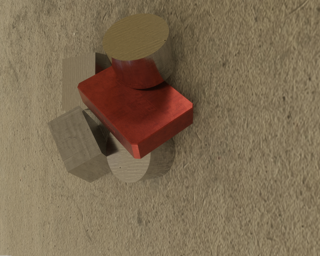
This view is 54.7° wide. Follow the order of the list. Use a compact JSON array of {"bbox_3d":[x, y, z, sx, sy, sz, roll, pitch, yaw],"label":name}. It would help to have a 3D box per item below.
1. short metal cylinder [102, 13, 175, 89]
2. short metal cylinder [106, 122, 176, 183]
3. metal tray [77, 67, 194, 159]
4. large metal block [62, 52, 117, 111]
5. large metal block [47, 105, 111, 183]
[{"bbox_3d":[-0.024,-0.095,0.384,0.080,0.050,0.080,-6,57,9],"label":"short metal cylinder"},{"bbox_3d":[-0.026,0.030,0.412,0.080,0.050,0.080,0,90,40],"label":"short metal cylinder"},{"bbox_3d":[-0.032,-0.032,0.392,0.130,0.091,0.030,43,156,31],"label":"metal tray"},{"bbox_3d":[-0.105,-0.066,0.474,0.080,0.050,0.080,1,91,40],"label":"large metal block"},{"bbox_3d":[-0.109,0.026,0.452,0.050,0.080,0.080,-30,68,-2],"label":"large metal block"}]
